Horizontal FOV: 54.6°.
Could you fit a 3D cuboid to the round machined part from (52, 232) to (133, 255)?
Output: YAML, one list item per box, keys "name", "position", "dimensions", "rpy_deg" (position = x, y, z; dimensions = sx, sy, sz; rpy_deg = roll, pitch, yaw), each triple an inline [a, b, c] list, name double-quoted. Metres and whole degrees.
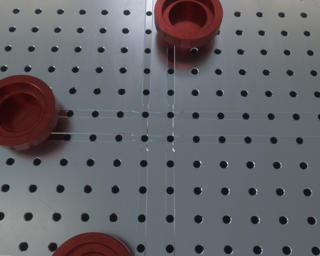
- name: "round machined part"
  position: [-0.073, 0.167, 0.341]
  dimensions: [0.099, 0.042, 0.098]
  rpy_deg: [0, 70, 0]

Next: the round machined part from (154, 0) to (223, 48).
- name: "round machined part"
  position: [0.041, -0.160, 0.461]
  dimensions: [0.099, 0.042, 0.098]
  rpy_deg: [0, 70, 0]

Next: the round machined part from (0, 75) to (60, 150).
- name: "round machined part"
  position: [-0.181, -0.017, 0.408]
  dimensions: [0.099, 0.042, 0.098]
  rpy_deg: [0, 70, 0]
